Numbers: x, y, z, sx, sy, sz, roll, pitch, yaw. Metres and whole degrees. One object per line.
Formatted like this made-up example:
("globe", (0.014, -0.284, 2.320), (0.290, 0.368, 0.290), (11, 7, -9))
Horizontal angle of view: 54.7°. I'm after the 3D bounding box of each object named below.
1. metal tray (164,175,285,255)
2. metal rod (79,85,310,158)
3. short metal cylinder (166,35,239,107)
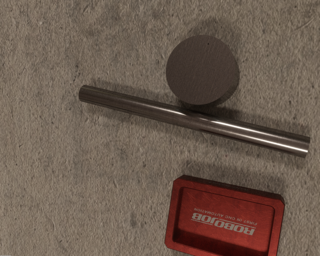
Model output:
("metal tray", (0.077, 0.115, 0.378), (0.130, 0.030, 0.089), (9, 93, 19))
("metal rod", (0.029, -0.014, 0.398), (0.301, 0.025, 0.025), (15, 95, 19))
("short metal cylinder", (0.053, -0.066, 0.376), (0.080, 0.050, 0.079), (0, 90, 19))
